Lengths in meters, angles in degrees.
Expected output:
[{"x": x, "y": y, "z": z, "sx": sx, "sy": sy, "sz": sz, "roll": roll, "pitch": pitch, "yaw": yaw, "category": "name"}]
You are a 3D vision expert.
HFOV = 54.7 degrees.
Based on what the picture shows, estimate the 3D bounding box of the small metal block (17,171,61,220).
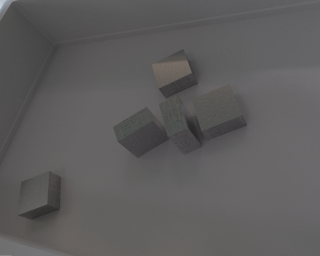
[{"x": -0.169, "y": 0.095, "z": 0.437, "sx": 0.050, "sy": 0.025, "sz": 0.050, "roll": -22, "pitch": 54, "yaw": 15, "category": "small metal block"}]

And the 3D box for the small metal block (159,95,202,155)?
[{"x": 0.025, "y": -0.003, "z": 0.378, "sx": 0.025, "sy": 0.050, "sz": 0.050, "roll": -24, "pitch": 53, "yaw": 14, "category": "small metal block"}]

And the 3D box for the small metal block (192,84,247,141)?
[{"x": 0.072, "y": -0.019, "z": 0.380, "sx": 0.050, "sy": 0.025, "sz": 0.050, "roll": -22, "pitch": 53, "yaw": 14, "category": "small metal block"}]

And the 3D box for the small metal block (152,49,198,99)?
[{"x": 0.021, "y": -0.077, "z": 0.442, "sx": 0.050, "sy": 0.025, "sz": 0.050, "roll": -24, "pitch": 53, "yaw": 13, "category": "small metal block"}]

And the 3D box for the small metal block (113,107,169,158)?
[{"x": -0.023, "y": 0.007, "z": 0.398, "sx": 0.050, "sy": 0.050, "sz": 0.025, "roll": -31, "pitch": 52, "yaw": 8, "category": "small metal block"}]
